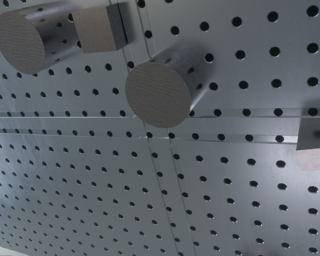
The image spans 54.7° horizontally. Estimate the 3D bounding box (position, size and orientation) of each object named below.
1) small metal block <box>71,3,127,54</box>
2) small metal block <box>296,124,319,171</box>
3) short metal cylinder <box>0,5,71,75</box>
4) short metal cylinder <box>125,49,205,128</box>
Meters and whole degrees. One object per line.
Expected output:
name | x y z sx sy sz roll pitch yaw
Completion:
small metal block | -0.073 -0.120 0.375 0.050 0.025 0.050 3 120 27
small metal block | 0.170 0.018 0.316 0.050 0.050 0.025 -10 114 32
short metal cylinder | -0.167 -0.117 0.410 0.080 0.050 0.079 13 124 21
short metal cylinder | 0.007 -0.047 0.363 0.080 0.050 0.079 13 124 21
